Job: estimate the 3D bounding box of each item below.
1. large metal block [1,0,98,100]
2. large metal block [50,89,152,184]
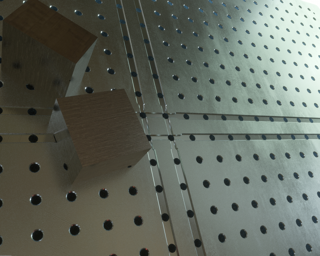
[{"bbox_3d":[-0.128,-0.085,0.355,0.080,0.080,0.050,31,52,-9],"label":"large metal block"},{"bbox_3d":[-0.069,0.007,0.351,0.081,0.050,0.080,-14,69,-34],"label":"large metal block"}]
